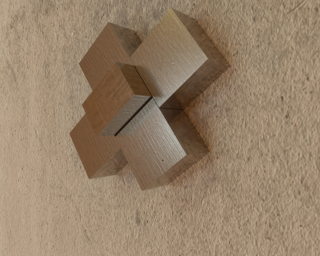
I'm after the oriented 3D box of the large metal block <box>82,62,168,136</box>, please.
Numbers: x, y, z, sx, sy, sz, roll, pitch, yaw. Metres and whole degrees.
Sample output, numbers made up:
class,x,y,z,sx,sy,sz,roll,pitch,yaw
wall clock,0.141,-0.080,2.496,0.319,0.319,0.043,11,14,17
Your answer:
class,x,y,z,sx,sy,sz,roll,pitch,yaw
large metal block,-0.039,-0.033,0.400,0.080,0.081,0.050,-44,64,31

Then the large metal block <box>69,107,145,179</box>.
class,x,y,z,sx,sy,sz,roll,pitch,yaw
large metal block,-0.077,0.017,0.451,0.080,0.050,0.080,-44,64,31

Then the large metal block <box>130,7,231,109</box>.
class,x,y,z,sx,sy,sz,roll,pitch,yaw
large metal block,0.022,-0.079,0.370,0.080,0.050,0.080,-44,64,31

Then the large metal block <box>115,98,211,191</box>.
class,x,y,z,sx,sy,sz,roll,pitch,yaw
large metal block,0.001,0.020,0.386,0.080,0.050,0.080,-44,64,31

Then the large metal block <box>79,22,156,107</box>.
class,x,y,z,sx,sy,sz,roll,pitch,yaw
large metal block,-0.059,-0.085,0.435,0.080,0.050,0.080,-44,64,31
